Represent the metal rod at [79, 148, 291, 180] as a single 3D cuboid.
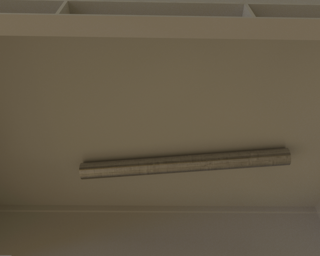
[{"bbox_3d":[0.034,0.053,0.453,0.301,0.025,0.025,-4,130,3],"label":"metal rod"}]
